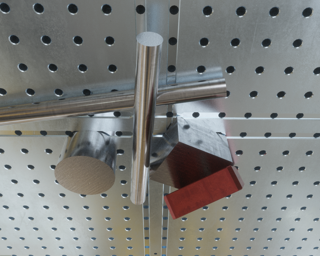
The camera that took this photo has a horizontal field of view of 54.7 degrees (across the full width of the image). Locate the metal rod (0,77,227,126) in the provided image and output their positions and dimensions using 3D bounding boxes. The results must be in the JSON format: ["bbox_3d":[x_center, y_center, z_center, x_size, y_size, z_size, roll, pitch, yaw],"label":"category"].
[{"bbox_3d":[-0.071,-0.031,0.384,0.302,0.025,0.025,-7,130,5],"label":"metal rod"}]

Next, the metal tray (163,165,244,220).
[{"bbox_3d":[0.066,0.085,0.423,0.090,0.030,0.130,-27,166,11],"label":"metal tray"}]

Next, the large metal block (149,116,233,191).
[{"bbox_3d":[0.040,0.041,0.431,0.080,0.050,0.080,22,127,-18],"label":"large metal block"}]

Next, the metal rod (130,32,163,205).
[{"bbox_3d":[-0.023,0.016,0.399,0.025,0.025,0.298,4,138,-3],"label":"metal rod"}]

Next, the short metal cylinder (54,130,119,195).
[{"bbox_3d":[-0.101,0.049,0.436,0.081,0.050,0.079,0,130,0],"label":"short metal cylinder"}]
